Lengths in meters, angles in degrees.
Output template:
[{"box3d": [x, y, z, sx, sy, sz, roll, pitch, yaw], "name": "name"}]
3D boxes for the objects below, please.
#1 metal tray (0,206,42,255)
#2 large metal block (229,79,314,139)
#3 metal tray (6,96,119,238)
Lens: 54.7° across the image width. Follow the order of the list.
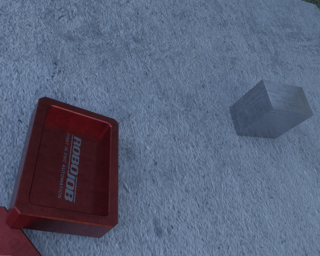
[{"box3d": [-0.131, 0.140, 0.245, 0.130, 0.030, 0.091, 50, 51, 6], "name": "metal tray"}, {"box3d": [0.169, -0.026, 0.478, 0.081, 0.080, 0.050, 6, 59, -26], "name": "large metal block"}, {"box3d": [-0.089, 0.036, 0.310, 0.091, 0.030, 0.130, 19, 45, -28], "name": "metal tray"}]
